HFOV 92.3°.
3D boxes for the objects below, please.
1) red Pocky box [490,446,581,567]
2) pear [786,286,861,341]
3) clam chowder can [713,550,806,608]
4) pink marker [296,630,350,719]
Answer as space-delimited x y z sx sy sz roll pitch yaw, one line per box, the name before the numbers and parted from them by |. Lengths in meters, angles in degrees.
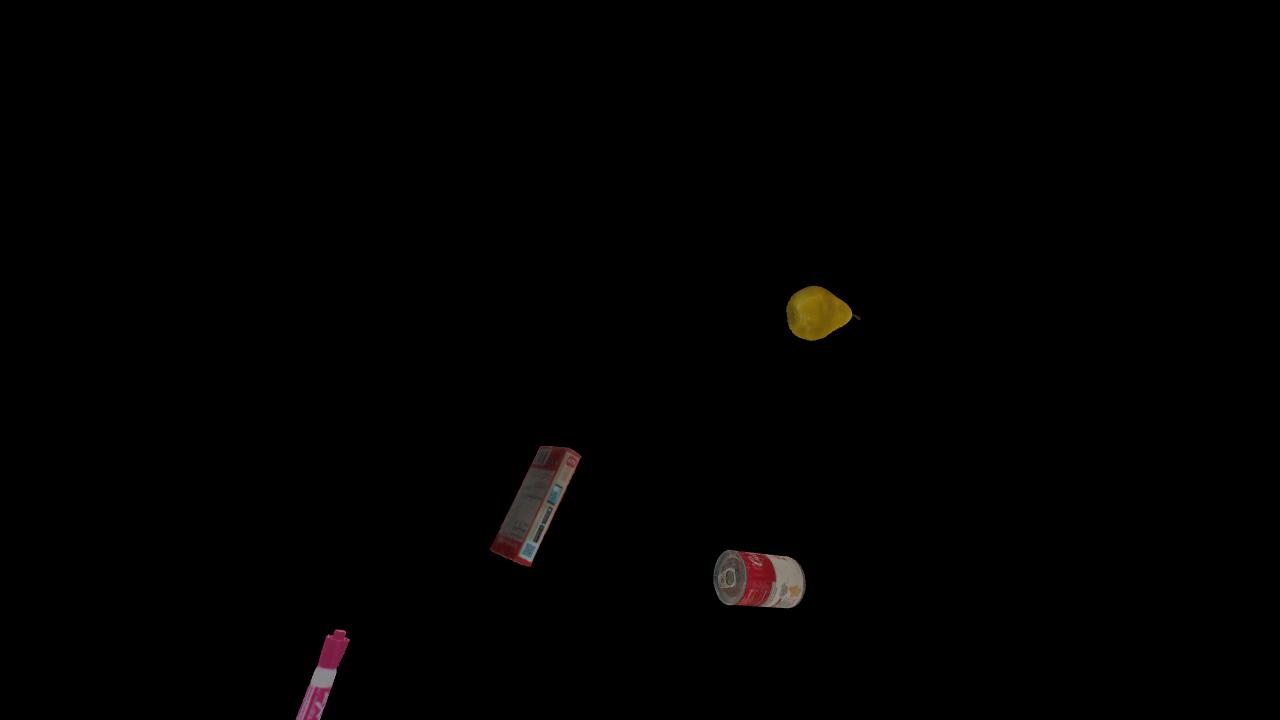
red Pocky box | -0.138 0.188 0.811 0.028 0.155 0.083 36 -24 -28
pear | 0.276 -0.072 0.907 0.111 0.080 0.080 -9 1 -9
clam chowder can | 0.157 0.289 0.808 0.102 0.068 0.068 15 -7 -26
pink marker | -0.266 0.283 0.498 0.020 0.121 0.020 13 -17 4
